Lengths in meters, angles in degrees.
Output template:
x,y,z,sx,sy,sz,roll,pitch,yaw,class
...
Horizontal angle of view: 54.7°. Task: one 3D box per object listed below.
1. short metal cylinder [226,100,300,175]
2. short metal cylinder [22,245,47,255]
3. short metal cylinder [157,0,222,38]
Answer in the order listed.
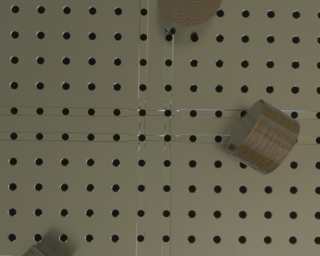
x,y,z,sx,sy,sz,roll,pitch,yaw,class
0.127,0.011,0.388,0.050,0.080,0.080,31,90,0,short metal cylinder
-0.167,0.195,0.384,0.050,0.080,0.080,39,90,-1,short metal cylinder
0.036,-0.164,0.401,0.081,0.050,0.079,0,90,-1,short metal cylinder
